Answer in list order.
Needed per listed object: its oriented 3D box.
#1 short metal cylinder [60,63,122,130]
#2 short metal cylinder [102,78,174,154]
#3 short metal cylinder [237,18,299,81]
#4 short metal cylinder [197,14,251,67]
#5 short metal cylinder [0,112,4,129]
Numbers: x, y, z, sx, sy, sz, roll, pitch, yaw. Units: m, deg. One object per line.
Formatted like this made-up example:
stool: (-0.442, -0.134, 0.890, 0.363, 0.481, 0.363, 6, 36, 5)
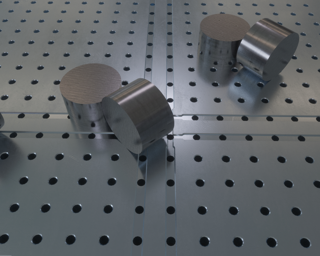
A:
short metal cylinder: (-0.091, -0.044, 0.428, 0.081, 0.050, 0.080, 0, 50, 0)
short metal cylinder: (-0.028, -0.015, 0.384, 0.050, 0.080, 0.080, -34, 58, -25)
short metal cylinder: (0.164, -0.119, 0.473, 0.081, 0.080, 0.050, -32, 57, -24)
short metal cylinder: (0.105, -0.146, 0.515, 0.081, 0.050, 0.080, 0, 50, 0)
short metal cylinder: (-0.244, -0.011, 0.379, 0.080, 0.080, 0.050, 17, 52, 14)
